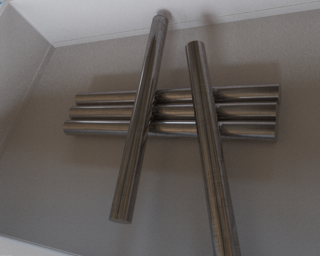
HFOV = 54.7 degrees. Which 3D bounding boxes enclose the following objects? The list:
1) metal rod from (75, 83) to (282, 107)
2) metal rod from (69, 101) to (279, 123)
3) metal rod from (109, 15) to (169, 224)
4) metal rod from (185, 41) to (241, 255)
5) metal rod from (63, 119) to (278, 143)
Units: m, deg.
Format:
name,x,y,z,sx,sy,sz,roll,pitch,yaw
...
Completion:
name,x,y,z,sx,sy,sz,roll,pitch,yaw
metal rod,0.005,-0.042,0.426,0.300,0.025,0.025,1,62,28
metal rod,-0.002,-0.020,0.416,0.300,0.025,0.025,1,62,28
metal rod,-0.021,-0.031,0.400,0.025,0.025,0.299,-5,59,25
metal rod,0.055,0.031,0.329,0.025,0.025,0.299,-15,62,20
metal rod,-0.007,0.002,0.405,0.300,0.025,0.025,1,62,28
